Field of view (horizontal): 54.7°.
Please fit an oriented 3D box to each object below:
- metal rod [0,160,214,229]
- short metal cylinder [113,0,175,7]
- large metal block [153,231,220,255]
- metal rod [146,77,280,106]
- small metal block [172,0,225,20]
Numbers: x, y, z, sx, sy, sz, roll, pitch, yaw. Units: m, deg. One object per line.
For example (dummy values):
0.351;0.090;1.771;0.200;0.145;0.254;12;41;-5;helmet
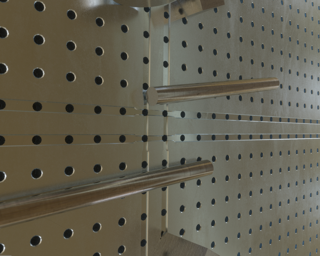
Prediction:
-0.043;0.071;0.374;0.302;0.025;0.025;-5;94;-40;metal rod
-0.018;-0.179;0.359;0.081;0.080;0.050;-6;94;-40;short metal cylinder
0.031;0.191;0.402;0.050;0.080;0.080;41;65;-33;large metal block
0.104;-0.063;0.498;0.302;0.025;0.025;-11;97;-40;metal rod
0.054;-0.177;0.440;0.050;0.050;0.025;-29;109;-37;small metal block
